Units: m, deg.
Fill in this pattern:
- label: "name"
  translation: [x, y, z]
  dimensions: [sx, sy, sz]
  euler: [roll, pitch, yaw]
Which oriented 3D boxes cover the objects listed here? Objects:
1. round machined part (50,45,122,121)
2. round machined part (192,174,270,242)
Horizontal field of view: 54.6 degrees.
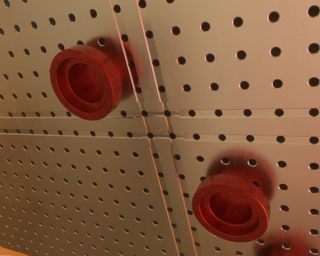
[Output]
- label: "round machined part"
  translation: [-0.092, -0.062, 0.411]
  dimensions: [0.098, 0.042, 0.097]
  euler: [13, 124, 21]
- label: "round machined part"
  translation: [0.096, 0.100, 0.412]
  dimensions: [0.098, 0.042, 0.097]
  euler: [13, 124, 21]
